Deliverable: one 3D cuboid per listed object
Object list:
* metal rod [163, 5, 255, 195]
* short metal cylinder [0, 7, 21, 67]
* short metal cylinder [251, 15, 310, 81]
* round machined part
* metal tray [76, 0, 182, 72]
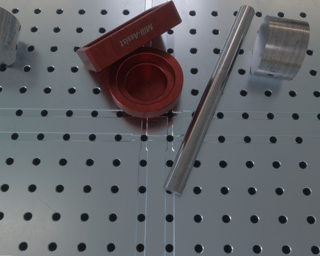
[{"bbox_3d":[0.075,-0.051,0.430,0.025,0.025,0.300,22,71,8],"label":"metal rod"},{"bbox_3d":[-0.239,-0.127,0.427,0.081,0.080,0.050,0,70,0],"label":"short metal cylinder"},{"bbox_3d":[0.161,-0.109,0.423,0.050,0.080,0.080,11,71,4],"label":"short metal cylinder"},{"bbox_3d":[-0.018,-0.058,0.424,0.099,0.042,0.098,0,70,0],"label":"round machined part"},{"bbox_3d":[-0.045,-0.124,0.422,0.131,0.090,0.030,-34,113,-12],"label":"metal tray"}]
